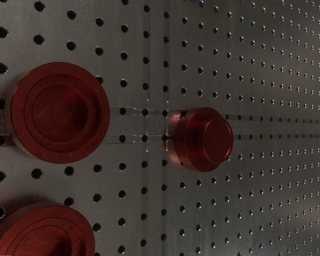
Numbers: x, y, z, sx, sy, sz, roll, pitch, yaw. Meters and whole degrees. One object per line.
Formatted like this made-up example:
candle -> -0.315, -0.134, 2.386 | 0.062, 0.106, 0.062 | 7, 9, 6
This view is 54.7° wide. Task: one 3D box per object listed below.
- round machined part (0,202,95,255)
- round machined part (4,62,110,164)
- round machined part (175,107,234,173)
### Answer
round machined part -> -0.117, 0.121, 0.301 | 0.099, 0.042, 0.097 | 0, 90, -40
round machined part -> -0.104, -0.014, 0.312 | 0.099, 0.042, 0.097 | 0, 90, -40
round machined part -> 0.072, 0.018, 0.461 | 0.099, 0.042, 0.097 | 0, 90, -40
